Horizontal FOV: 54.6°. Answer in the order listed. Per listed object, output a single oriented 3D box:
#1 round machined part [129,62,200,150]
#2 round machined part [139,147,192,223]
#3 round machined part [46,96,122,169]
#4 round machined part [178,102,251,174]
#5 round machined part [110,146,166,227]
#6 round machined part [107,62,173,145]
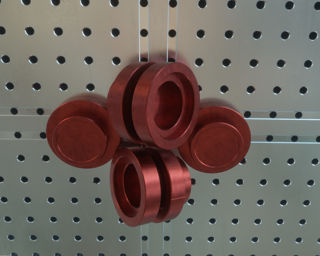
[{"bbox_3d":[0.002,-0.027,0.357,0.042,0.099,0.097,11,116,39],"label":"round machined part"},{"bbox_3d":[0.005,0.072,0.411,0.042,0.098,0.097,-3,114,-33],"label":"round machined part"},{"bbox_3d":[-0.101,0.011,0.407,0.099,0.042,0.097,0,110,0],"label":"round machined part"},{"bbox_3d":[0.072,0.018,0.411,0.099,0.042,0.097,0,110,0],"label":"round machined part"},{"bbox_3d":[-0.025,0.072,0.396,0.042,0.098,0.097,-3,114,-33],"label":"round machined part"},{"bbox_3d":[-0.025,-0.031,0.375,0.042,0.099,0.097,11,116,39],"label":"round machined part"}]
